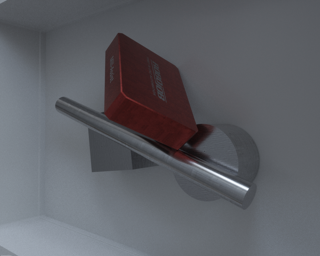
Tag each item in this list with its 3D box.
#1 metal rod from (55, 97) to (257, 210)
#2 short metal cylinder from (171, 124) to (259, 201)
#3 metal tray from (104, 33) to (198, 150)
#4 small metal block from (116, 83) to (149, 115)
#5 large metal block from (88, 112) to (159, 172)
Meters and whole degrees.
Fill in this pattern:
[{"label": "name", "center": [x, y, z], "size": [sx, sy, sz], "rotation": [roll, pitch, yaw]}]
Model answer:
[{"label": "metal rod", "center": [-0.031, 0.013, 0.363], "size": [0.300, 0.025, 0.025], "rotation": [23, 105, 37]}, {"label": "short metal cylinder", "center": [0.060, 0.035, 0.338], "size": [0.080, 0.050, 0.079], "rotation": [0, 90, 39]}, {"label": "metal tray", "center": [-0.013, -0.044, 0.340], "size": [0.030, 0.090, 0.130], "rotation": [-48, 32, 28]}, {"label": "small metal block", "center": [-0.029, -0.044, 0.383], "size": [0.050, 0.025, 0.050], "rotation": [-3, 52, 13]}, {"label": "large metal block", "center": [-0.053, 0.017, 0.430], "size": [0.080, 0.050, 0.080], "rotation": [-10, 84, 39]}]
